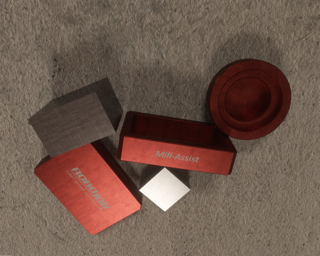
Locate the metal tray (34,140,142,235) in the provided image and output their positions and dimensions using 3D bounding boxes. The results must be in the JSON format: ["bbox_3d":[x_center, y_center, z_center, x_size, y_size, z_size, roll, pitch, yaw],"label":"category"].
[{"bbox_3d":[-0.097,0.079,0.435,0.090,0.030,0.130,-32,107,10],"label":"metal tray"}]

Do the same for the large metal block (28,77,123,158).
[{"bbox_3d":[-0.095,-0.016,0.373,0.080,0.080,0.050,-21,109,7],"label":"large metal block"}]

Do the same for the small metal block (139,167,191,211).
[{"bbox_3d":[0.007,0.082,0.440,0.050,0.025,0.050,43,104,-15],"label":"small metal block"}]

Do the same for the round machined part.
[{"bbox_3d":[0.107,-0.038,0.387,0.099,0.042,0.097,-1,107,-1],"label":"round machined part"}]

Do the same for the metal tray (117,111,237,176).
[{"bbox_3d":[0.019,0.015,0.381,0.131,0.090,0.030,9,110,-4],"label":"metal tray"}]
